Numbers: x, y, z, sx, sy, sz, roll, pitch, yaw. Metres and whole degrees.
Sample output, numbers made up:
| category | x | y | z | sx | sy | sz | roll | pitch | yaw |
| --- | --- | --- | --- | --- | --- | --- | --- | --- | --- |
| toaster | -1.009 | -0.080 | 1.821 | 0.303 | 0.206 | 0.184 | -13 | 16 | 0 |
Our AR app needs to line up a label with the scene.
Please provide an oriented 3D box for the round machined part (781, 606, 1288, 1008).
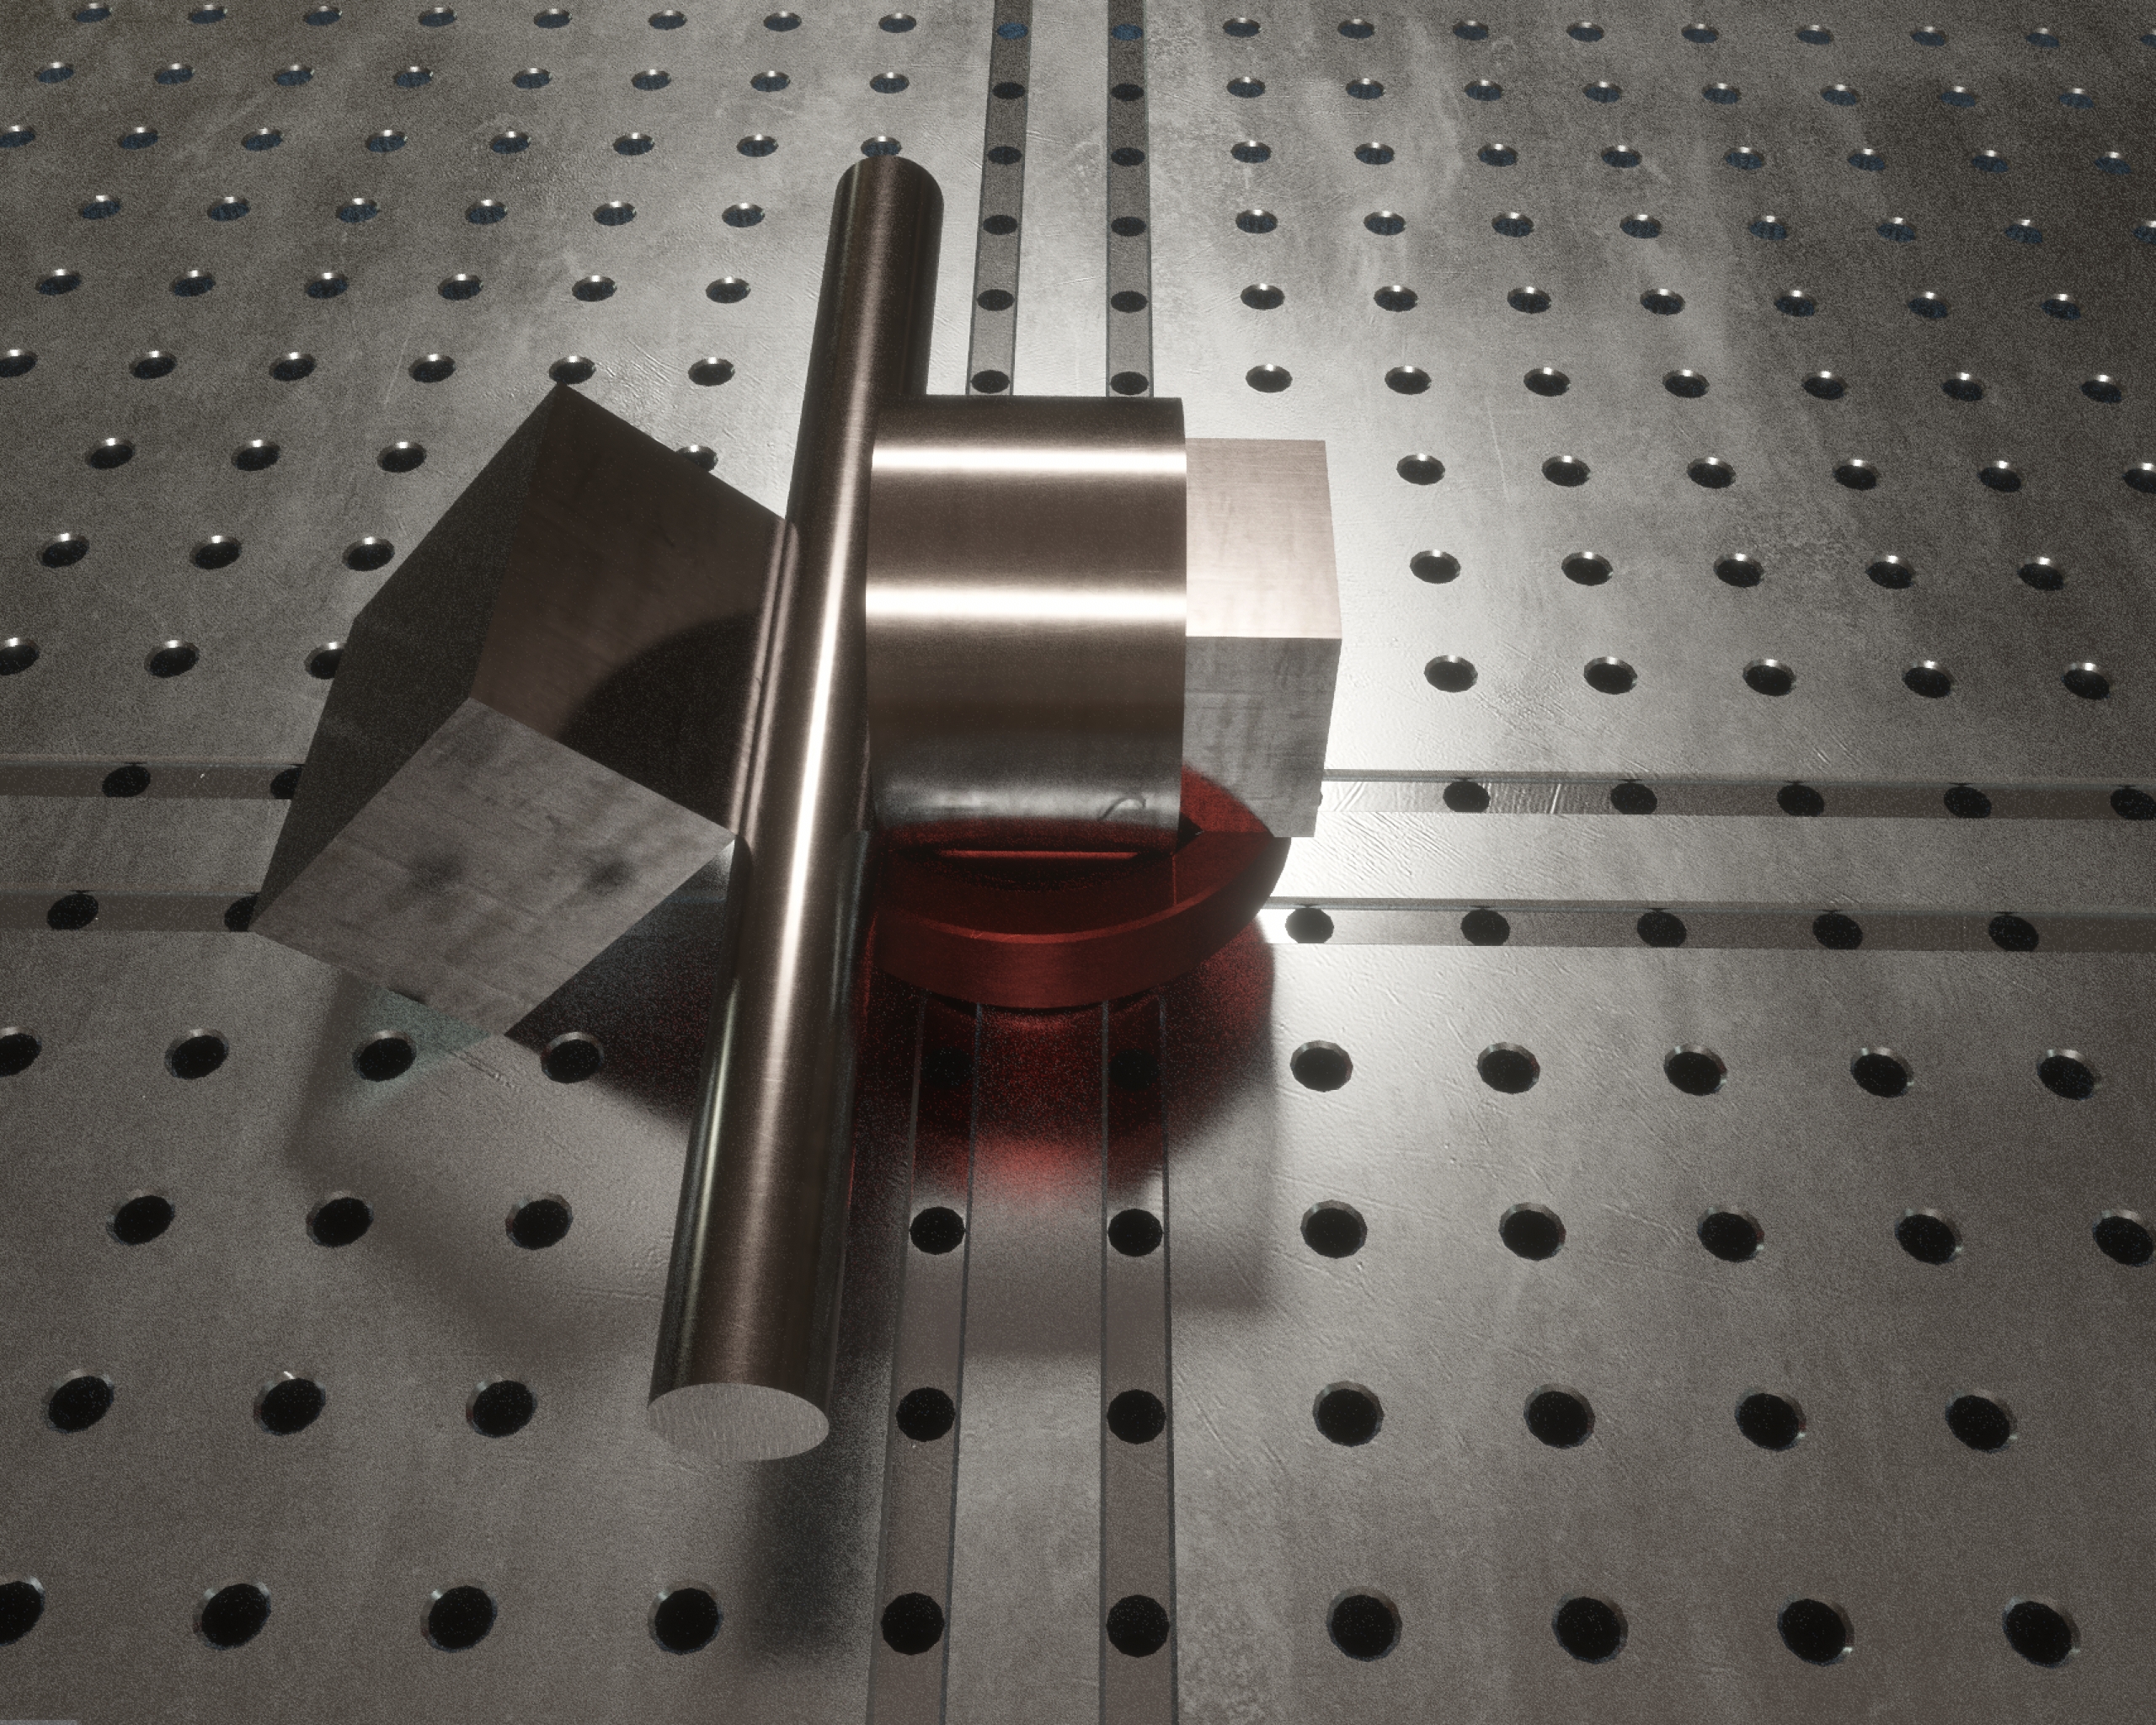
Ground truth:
| category | x | y | z | sx | sy | sz | roll | pitch | yaw |
| --- | --- | --- | --- | --- | --- | --- | --- | --- | --- |
| round machined part | -0.008 | -0.011 | 0.404 | 0.099 | 0.042 | 0.098 | 0 | 50 | 0 |

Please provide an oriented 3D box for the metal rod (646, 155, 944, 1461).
| category | x | y | z | sx | sy | sz | roll | pitch | yaw |
| --- | --- | --- | --- | --- | --- | --- | --- | --- | --- |
| metal rod | -0.045 | -0.037 | 0.384 | 0.025 | 0.025 | 0.300 | 1 | 50 | 0 |

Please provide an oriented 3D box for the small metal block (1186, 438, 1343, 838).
| category | x | y | z | sx | sy | sz | roll | pitch | yaw |
| --- | --- | --- | --- | --- | --- | --- | --- | --- | --- |
| small metal block | 0.030 | -0.040 | 0.370 | 0.025 | 0.050 | 0.050 | 1 | 50 | 0 |

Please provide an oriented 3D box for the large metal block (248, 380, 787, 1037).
| category | x | y | z | sx | sy | sz | roll | pitch | yaw |
| --- | --- | --- | --- | --- | --- | --- | --- | --- | --- |
| large metal block | -0.102 | -0.027 | 0.386 | 0.050 | 0.080 | 0.080 | 30 | 42 | -30 |

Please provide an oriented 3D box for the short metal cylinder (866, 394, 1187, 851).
| category | x | y | z | sx | sy | sz | roll | pitch | yaw |
| --- | --- | --- | --- | --- | --- | --- | --- | --- | --- |
| short metal cylinder | -0.008 | -0.042 | 0.368 | 0.050 | 0.080 | 0.080 | 1 | 50 | 0 |
